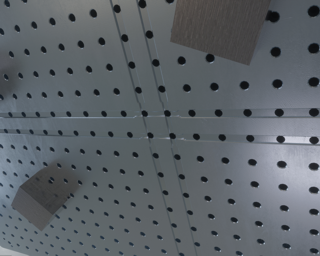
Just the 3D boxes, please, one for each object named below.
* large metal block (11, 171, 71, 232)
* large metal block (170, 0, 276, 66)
[{"bbox_3d":[-0.236,0.145,0.610,0.080,0.050,0.080,40,129,0],"label":"large metal block"},{"bbox_3d":[0.062,-0.115,0.291,0.080,0.050,0.079,21,127,15],"label":"large metal block"}]
